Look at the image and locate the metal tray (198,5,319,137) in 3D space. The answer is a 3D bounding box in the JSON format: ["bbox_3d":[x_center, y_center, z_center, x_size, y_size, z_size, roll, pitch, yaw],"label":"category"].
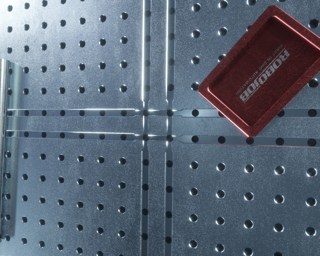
[{"bbox_3d":[0.121,-0.064,0.366,0.090,0.030,0.130,44,104,14],"label":"metal tray"}]

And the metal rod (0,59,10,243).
[{"bbox_3d":[-0.266,0.038,0.506,0.025,0.025,0.298,4,91,20],"label":"metal rod"}]
